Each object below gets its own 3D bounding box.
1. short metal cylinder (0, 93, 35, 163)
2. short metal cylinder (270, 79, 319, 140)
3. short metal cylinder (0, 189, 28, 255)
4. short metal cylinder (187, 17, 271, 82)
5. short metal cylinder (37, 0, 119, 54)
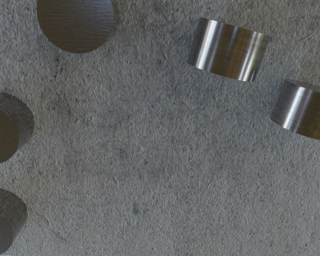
[{"bbox_3d":[-0.210,0.000,0.394,0.081,0.050,0.079,0,110,0],"label":"short metal cylinder"},{"bbox_3d":[0.182,-0.023,0.373,0.080,0.080,0.050,13,110,-5],"label":"short metal cylinder"},{"bbox_3d":[-0.241,0.135,0.444,0.081,0.050,0.079,0,110,0],"label":"short metal cylinder"},{"bbox_3d":[0.076,-0.089,0.348,0.080,0.080,0.050,13,110,-5],"label":"short metal cylinder"},{"bbox_3d":[-0.089,-0.127,0.349,0.081,0.050,0.079,0,110,0],"label":"short metal cylinder"}]
